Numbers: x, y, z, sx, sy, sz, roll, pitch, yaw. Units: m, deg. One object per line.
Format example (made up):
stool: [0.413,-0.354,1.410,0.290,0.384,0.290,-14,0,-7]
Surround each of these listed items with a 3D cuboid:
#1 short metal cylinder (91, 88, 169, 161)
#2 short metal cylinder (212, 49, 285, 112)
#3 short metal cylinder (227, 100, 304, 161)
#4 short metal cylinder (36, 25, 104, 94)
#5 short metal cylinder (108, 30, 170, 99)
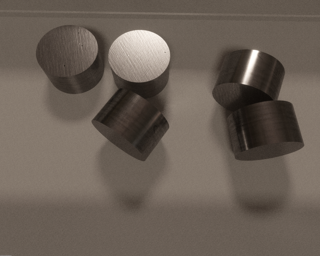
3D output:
short metal cylinder: [-0.036,-0.003,0.381,0.080,0.080,0.050,33,73,11]
short metal cylinder: [0.115,-0.057,0.403,0.080,0.080,0.050,20,71,7]
short metal cylinder: [0.128,0.006,0.380,0.081,0.080,0.050,-6,70,-3]
short metal cylinder: [-0.122,-0.094,0.429,0.081,0.050,0.080,0,70,0]
short metal cylinder: [-0.027,-0.087,0.428,0.081,0.050,0.080,0,70,0]
